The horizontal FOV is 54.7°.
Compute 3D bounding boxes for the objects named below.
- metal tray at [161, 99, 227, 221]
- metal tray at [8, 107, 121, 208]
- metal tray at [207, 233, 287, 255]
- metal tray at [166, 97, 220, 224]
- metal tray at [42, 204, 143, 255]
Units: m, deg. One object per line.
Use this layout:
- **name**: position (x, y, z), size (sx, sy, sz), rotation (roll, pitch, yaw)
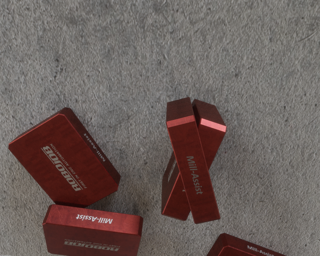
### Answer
- **metal tray**: position (0.037, 0.037, 0.388), size (0.030, 0.090, 0.129), rotation (18, 109, -6)
- **metal tray**: position (-0.126, 0.048, 0.424), size (0.090, 0.030, 0.130), rotation (-30, 108, 10)
- **metal tray**: position (0.137, 0.229, 0.492), size (0.131, 0.030, 0.089), rotation (23, 108, -9)
- **metal tray**: position (0.039, 0.036, 0.375), size (0.030, 0.090, 0.129), rotation (-14, 108, 7)
- **metal tray**: position (-0.095, 0.155, 0.446), size (0.131, 0.030, 0.089), rotation (9, 133, -4)
